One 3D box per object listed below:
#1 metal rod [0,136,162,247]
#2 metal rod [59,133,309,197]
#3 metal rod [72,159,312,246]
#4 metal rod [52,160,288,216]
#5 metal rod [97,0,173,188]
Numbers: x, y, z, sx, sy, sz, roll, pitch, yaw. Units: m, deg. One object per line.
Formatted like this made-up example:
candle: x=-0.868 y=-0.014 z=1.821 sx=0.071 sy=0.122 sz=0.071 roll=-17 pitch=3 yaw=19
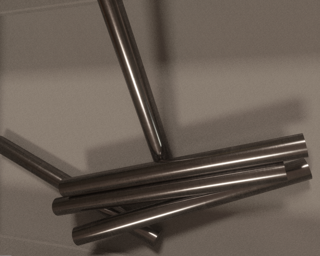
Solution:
metal rod: x=-0.133 y=0.085 z=0.455 sx=0.301 sy=0.025 sz=0.025 roll=25 pitch=98 yaw=17
metal rod: x=0.010 y=0.049 z=0.365 sx=0.301 sy=0.025 sz=0.025 roll=-13 pitch=86 yaw=20
metal rod: x=0.029 y=0.095 z=0.382 sx=0.301 sy=0.025 sz=0.025 roll=-19 pitch=84 yaw=12
metal rod: x=-0.004 y=0.077 z=0.381 sx=0.301 sy=0.025 sz=0.025 roll=-13 pitch=86 yaw=20
metal rod: x=-0.027 y=-0.055 z=0.355 sx=0.025 sy=0.025 sz=0.298 roll=-11 pitch=111 yaw=19
